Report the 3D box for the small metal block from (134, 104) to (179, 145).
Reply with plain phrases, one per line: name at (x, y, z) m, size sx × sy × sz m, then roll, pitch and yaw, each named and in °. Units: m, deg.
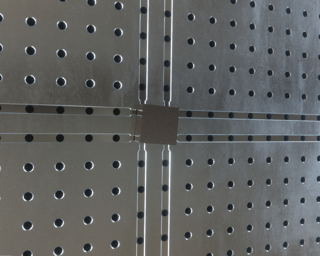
small metal block at (-0.004, -0.004, 0.412) m, size 0.050 × 0.025 × 0.050 m, roll 5°, pitch 88°, yaw -20°
